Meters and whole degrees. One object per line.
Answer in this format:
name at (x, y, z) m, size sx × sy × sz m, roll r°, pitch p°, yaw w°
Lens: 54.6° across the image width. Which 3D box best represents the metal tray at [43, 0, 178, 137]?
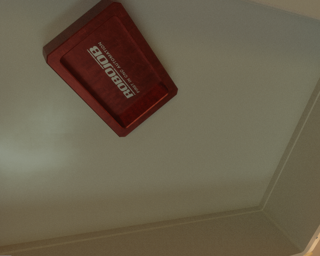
metal tray at (-0.048, -0.060, 0.340) m, size 0.090 × 0.030 × 0.130 m, roll -40°, pitch 129°, yaw -1°
